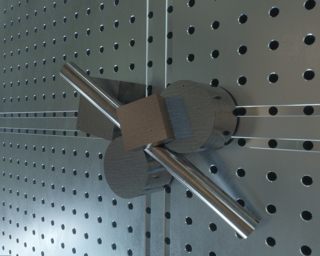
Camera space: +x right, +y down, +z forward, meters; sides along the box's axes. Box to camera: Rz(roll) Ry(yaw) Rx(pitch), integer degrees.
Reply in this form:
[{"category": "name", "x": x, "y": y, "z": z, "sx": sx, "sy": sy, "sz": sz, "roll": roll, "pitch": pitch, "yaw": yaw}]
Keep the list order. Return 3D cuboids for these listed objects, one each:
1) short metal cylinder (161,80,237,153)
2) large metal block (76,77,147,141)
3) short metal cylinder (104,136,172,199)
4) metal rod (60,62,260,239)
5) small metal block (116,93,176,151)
[{"category": "short metal cylinder", "x": 0.040, "y": -0.012, "z": 0.355, "sx": 0.080, "sy": 0.050, "sz": 0.079, "roll": 0, "pitch": 90, "yaw": 40}, {"category": "large metal block", "x": -0.071, "y": -0.029, "z": 0.445, "sx": 0.080, "sy": 0.050, "sz": 0.079, "roll": 14, "pitch": 99, "yaw": 39}, {"category": "short metal cylinder", "x": -0.029, "y": 0.050, "z": 0.412, "sx": 0.080, "sy": 0.050, "sz": 0.079, "roll": 0, "pitch": 90, "yaw": 40}, {"category": "metal rod", "x": -0.013, "y": 0.015, "z": 0.369, "sx": 0.300, "sy": 0.025, "sz": 0.025, "roll": 40, "pitch": 115, "yaw": 17}, {"category": "small metal block", "x": -0.016, "y": -0.005, "z": 0.343, "sx": 0.050, "sy": 0.025, "sz": 0.050, "roll": -18, "pitch": 78, "yaw": 20}]
